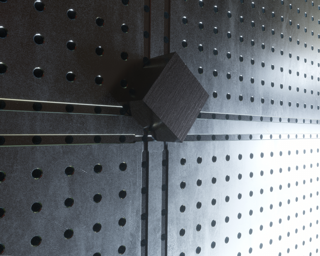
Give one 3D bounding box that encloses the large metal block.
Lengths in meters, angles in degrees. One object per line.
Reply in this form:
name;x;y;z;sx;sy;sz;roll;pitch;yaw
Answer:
large metal block;0.008;-0.038;0.401;0.080;0.050;0.080;47;62;-30
